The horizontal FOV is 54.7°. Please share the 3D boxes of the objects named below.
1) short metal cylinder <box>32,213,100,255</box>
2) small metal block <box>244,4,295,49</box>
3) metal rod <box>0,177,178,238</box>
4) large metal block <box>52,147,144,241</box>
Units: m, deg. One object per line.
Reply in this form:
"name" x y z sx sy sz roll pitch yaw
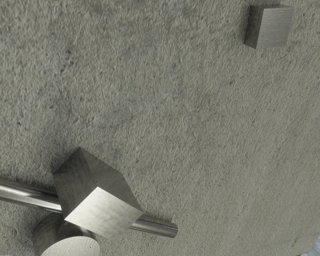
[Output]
"short metal cylinder" -0.128 0.158 0.420 0.081 0.050 0.079 -14 125 -21
"small metal block" 0.142 -0.133 0.404 0.050 0.025 0.050 -12 124 -23
"metal rod" -0.084 0.120 0.436 0.301 0.025 0.025 28 103 -38
"large metal block" -0.077 0.080 0.380 0.050 0.080 0.080 -45 130 3
